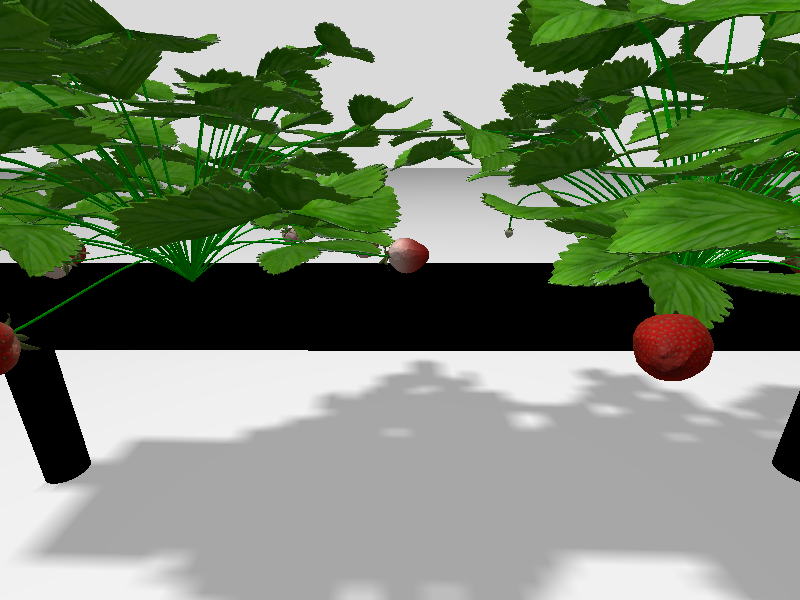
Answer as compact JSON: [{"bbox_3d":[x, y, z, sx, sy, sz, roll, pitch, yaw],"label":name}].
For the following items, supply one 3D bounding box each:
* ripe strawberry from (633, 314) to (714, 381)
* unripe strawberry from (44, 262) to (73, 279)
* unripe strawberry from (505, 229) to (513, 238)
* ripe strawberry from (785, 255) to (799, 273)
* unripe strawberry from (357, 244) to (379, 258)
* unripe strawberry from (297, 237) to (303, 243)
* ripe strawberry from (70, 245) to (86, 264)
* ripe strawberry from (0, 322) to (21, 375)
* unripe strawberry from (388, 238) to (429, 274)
[{"bbox_3d":[0.135,0.025,0.201,0.034,0.036,0.037,14,25,34],"label":"ripe strawberry"},{"bbox_3d":[-0.329,-0.036,0.374,0.034,0.033,0.031,1,20,6],"label":"unripe strawberry"},{"bbox_3d":[0.140,-0.086,0.517,0.011,0.011,0.010,-14,24,-33],"label":"unripe strawberry"},{"bbox_3d":[0.401,-0.043,0.388,0.038,0.037,0.035,-4,20,-11],"label":"ripe strawberry"},{"bbox_3d":[-0.036,-0.061,0.443,0.027,0.029,0.025,-10,22,-28],"label":"unripe strawberry"},{"bbox_3d":[-0.129,-0.080,0.518,0.011,0.011,0.010,7,21,19],"label":"unripe strawberry"},{"bbox_3d":[-0.342,-0.048,0.414,0.028,0.024,0.028,-2,18,22],"label":"ripe strawberry"},{"bbox_3d":[-0.214,0.026,0.195,0.039,0.035,0.035,3,21,7],"label":"ripe strawberry"},{"bbox_3d":[0.008,-0.043,0.385,0.040,0.034,0.039,-2,20,-7],"label":"unripe strawberry"}]
